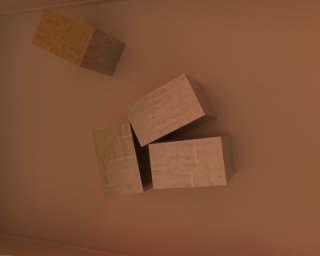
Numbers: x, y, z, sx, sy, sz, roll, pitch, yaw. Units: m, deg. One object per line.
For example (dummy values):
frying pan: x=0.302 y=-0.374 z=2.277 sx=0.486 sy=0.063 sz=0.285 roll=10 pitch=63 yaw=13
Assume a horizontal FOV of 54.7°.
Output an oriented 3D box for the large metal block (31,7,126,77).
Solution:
large metal block: x=-0.107 y=-0.114 z=0.419 sx=0.080 sy=0.080 sz=0.050 roll=27 pitch=99 yaw=18

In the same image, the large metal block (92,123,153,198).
large metal block: x=-0.036 y=0.038 z=0.394 sx=0.050 sy=0.080 sz=0.080 roll=-13 pitch=86 yaw=19

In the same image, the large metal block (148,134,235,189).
large metal block: x=0.041 y=0.038 z=0.367 sx=0.080 sy=0.080 sz=0.050 roll=-7 pitch=88 yaw=20

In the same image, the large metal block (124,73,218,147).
large metal block: x=0.016 y=-0.019 z=0.375 sx=0.080 sy=0.080 sz=0.050 roll=-27 pitch=81 yaw=18
